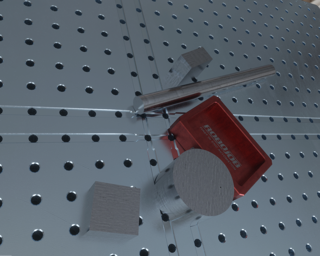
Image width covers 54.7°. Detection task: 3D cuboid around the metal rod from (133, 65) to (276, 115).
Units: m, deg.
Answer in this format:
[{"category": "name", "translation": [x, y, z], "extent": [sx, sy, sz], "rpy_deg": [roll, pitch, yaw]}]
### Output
[{"category": "metal rod", "translation": [0.089, -0.069, 0.497], "extent": [0.302, 0.025, 0.025], "rpy_deg": [-18, 72, -35]}]

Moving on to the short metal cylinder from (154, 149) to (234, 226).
[{"category": "short metal cylinder", "translation": [0.040, 0.071, 0.370], "extent": [0.081, 0.050, 0.080], "rpy_deg": [14, 56, -21]}]

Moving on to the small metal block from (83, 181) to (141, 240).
[{"category": "small metal block", "translation": [-0.050, 0.088, 0.328], "extent": [0.050, 0.025, 0.050], "rpy_deg": [14, 56, -21]}]

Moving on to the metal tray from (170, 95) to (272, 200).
[{"category": "metal tray", "translation": [0.087, 0.025, 0.435], "extent": [0.091, 0.030, 0.130], "rpy_deg": [-32, 80, -38]}]

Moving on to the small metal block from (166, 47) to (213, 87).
[{"category": "small metal block", "translation": [0.044, -0.092, 0.472], "extent": [0.050, 0.050, 0.025], "rpy_deg": [-29, 78, -37]}]
